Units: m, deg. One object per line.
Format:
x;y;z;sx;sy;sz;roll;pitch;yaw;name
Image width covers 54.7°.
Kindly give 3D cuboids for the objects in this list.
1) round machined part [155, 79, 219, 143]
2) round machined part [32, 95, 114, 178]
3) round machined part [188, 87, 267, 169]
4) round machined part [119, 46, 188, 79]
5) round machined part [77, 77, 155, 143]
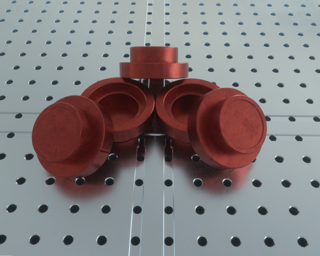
0.043;-0.018;0.412;0.099;0.042;0.098;0;50;0;round machined part
-0.107;0.008;0.358;0.098;0.042;0.098;-5;76;21;round machined part
0.085;-0.001;0.364;0.099;0.042;0.097;5;79;-25;round machined part
-0.009;-0.094;0.442;0.099;0.042;0.098;0;12;0;round machined part
-0.056;-0.019;0.411;0.099;0.042;0.098;0;50;0;round machined part
